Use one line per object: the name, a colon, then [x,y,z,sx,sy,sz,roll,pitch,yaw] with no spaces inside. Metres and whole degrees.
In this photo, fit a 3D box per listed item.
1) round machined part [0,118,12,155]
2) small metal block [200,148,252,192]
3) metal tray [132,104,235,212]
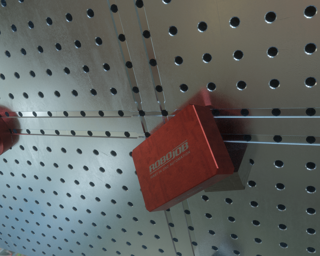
round machined part: [-0.332,0.013,0.579,0.098,0.042,0.097,13,124,20]
small metal block: [0.082,0.052,0.384,0.050,0.050,0.025,-12,113,33]
metal tray: [0.021,0.041,0.388,0.129,0.030,0.090,-39,57,38]
